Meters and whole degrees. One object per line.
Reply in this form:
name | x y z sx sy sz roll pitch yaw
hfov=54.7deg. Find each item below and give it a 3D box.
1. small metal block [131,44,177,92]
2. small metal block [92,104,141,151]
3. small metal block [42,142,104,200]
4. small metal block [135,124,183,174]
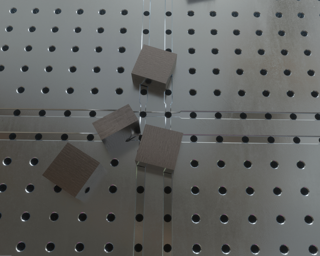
small metal block | -0.008 -0.086 0.443 0.050 0.025 0.050 18 71 6
small metal block | -0.054 0.000 0.398 0.050 0.050 0.025 -29 73 -10
small metal block | -0.109 0.054 0.391 0.050 0.025 0.050 31 73 10
small metal block | -0.001 0.027 0.402 0.050 0.025 0.050 14 70 4
